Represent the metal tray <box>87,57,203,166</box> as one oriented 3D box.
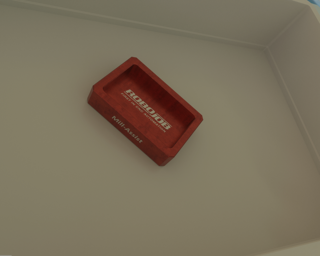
[{"bbox_3d":[-0.017,-0.024,0.407,0.130,0.030,0.090,42,51,0],"label":"metal tray"}]
